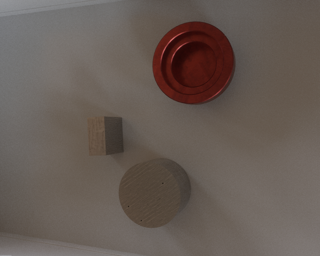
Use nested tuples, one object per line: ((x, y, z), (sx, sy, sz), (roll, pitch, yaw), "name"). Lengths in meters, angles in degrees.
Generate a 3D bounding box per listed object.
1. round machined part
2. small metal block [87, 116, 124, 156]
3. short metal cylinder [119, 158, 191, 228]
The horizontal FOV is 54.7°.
((0.044, -0.077, 0.385), (0.098, 0.042, 0.097), (0, 90, 19), "round machined part")
((-0.073, 0.011, 0.422), (0.025, 0.050, 0.050), (-3, 89, 20), "small metal block")
((-0.005, 0.081, 0.398), (0.080, 0.050, 0.079), (0, 90, 19), "short metal cylinder")
